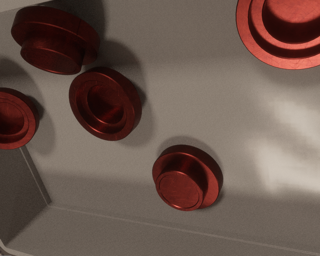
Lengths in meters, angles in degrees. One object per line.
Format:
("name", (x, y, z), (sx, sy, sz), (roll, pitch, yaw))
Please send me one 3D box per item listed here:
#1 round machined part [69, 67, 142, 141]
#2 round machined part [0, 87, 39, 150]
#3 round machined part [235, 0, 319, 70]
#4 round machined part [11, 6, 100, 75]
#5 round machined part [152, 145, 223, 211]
("round machined part", (-0.067, -0.035, 0.410), (0.098, 0.042, 0.097), (13, 124, 20))
("round machined part", (-0.243, -0.018, 0.494), (0.099, 0.042, 0.097), (-2, 114, -5))
("round machined part", (0.119, -0.103, 0.265), (0.098, 0.042, 0.097), (15, 133, 17))
("round machined part", (-0.124, -0.096, 0.366), (0.099, 0.042, 0.098), (8, 166, 2))
("round machined part", (0.033, 0.075, 0.425), (0.098, 0.042, 0.097), (13, 124, 20))
